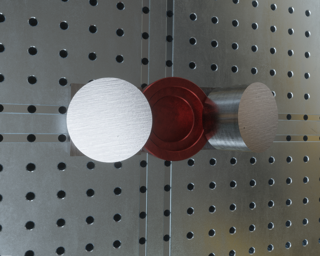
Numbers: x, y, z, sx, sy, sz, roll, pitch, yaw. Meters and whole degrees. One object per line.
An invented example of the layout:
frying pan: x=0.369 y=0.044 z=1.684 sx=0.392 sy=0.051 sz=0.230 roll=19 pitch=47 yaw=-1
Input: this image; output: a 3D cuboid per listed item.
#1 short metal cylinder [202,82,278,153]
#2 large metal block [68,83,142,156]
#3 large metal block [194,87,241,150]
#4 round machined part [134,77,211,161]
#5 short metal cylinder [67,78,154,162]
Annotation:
short metal cylinder: x=0.096 y=-0.012 z=0.368 sx=0.081 sy=0.050 sz=0.080 roll=0 pitch=90 yaw=-40
large metal block: x=-0.068 y=-0.009 z=0.374 sx=0.081 sy=0.050 sz=0.080 roll=1 pitch=90 yaw=-20
large metal block: x=0.073 y=-0.013 z=0.426 sx=0.081 sy=0.050 sz=0.080 roll=-1 pitch=91 yaw=-20
round machined part: x=0.011 y=-0.011 z=0.376 sx=0.099 sy=0.042 sz=0.097 roll=0 pitch=90 yaw=-20
short metal cylinder: x=-0.047 y=-0.008 z=0.315 sx=0.080 sy=0.050 sz=0.079 roll=0 pitch=91 yaw=1
